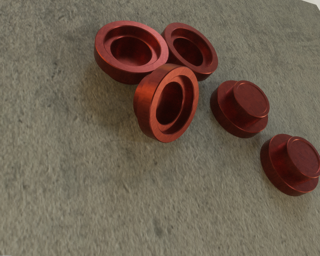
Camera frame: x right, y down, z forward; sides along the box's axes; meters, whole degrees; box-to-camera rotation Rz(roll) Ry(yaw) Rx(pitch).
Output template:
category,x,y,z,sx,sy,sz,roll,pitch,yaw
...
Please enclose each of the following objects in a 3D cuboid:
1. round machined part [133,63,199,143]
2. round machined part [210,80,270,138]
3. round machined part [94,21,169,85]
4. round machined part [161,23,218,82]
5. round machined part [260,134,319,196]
category,x,y,z,sx,sy,sz,roll,pitch,yaw
round machined part,0.004,-0.034,0.394,0.042,0.097,0.099,21,40,36
round machined part,0.132,-0.036,0.489,0.099,0.042,0.098,14,56,-21
round machined part,-0.041,-0.098,0.425,0.099,0.042,0.098,8,56,-12
round machined part,0.038,-0.111,0.479,0.099,0.042,0.098,18,52,-25
round machined part,0.208,0.051,0.476,0.099,0.042,0.098,14,56,-21
